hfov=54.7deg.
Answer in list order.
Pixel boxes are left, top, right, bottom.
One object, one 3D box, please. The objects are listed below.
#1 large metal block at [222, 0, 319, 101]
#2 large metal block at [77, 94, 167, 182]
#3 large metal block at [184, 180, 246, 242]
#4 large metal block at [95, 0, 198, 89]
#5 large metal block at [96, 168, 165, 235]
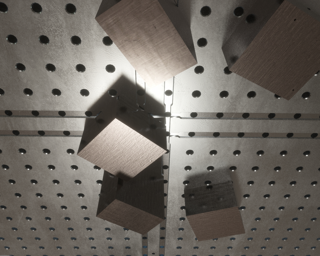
[{"bbox_3d":[0.125,-0.087,0.323,0.080,0.050,0.080,22,127,-18],"label":"large metal block"},{"bbox_3d":[-0.048,0.015,0.408,0.080,0.050,0.080,35,122,-26],"label":"large metal block"},{"bbox_3d":[0.091,0.140,0.516,0.080,0.050,0.080,-14,129,11],"label":"large metal block"},{"bbox_3d":[-0.010,-0.098,0.292,0.050,0.080,0.080,-26,126,20],"label":"large metal block"},{"bbox_3d":[-0.041,0.099,0.460,0.080,0.080,0.050,30,124,-24],"label":"large metal block"}]
